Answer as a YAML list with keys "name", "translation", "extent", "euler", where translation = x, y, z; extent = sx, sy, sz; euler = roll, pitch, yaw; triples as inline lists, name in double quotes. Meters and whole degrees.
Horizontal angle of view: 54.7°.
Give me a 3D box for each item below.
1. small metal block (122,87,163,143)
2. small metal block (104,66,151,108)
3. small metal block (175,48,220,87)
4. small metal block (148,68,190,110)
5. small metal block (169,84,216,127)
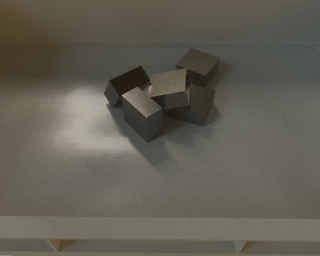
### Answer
- name: "small metal block"
  translation: [-0.023, -0.017, 0.403]
  extent: [0.025, 0.050, 0.050]
  euler: [-33, 58, -25]
- name: "small metal block"
  translation: [-0.047, -0.057, 0.432]
  extent: [0.050, 0.050, 0.025]
  euler: [-30, 87, -23]
- name: "small metal block"
  translation: [0.059, -0.095, 0.486]
  extent: [0.050, 0.025, 0.050]
  euler: [26, 54, 20]
- name: "small metal block"
  translation: [0.013, -0.052, 0.418]
  extent: [0.050, 0.025, 0.050]
  euler: [-9, 43, 15]
- name: "small metal block"
  translation: [0.046, -0.034, 0.434]
  extent: [0.050, 0.025, 0.050]
  euler: [17, 52, 13]
